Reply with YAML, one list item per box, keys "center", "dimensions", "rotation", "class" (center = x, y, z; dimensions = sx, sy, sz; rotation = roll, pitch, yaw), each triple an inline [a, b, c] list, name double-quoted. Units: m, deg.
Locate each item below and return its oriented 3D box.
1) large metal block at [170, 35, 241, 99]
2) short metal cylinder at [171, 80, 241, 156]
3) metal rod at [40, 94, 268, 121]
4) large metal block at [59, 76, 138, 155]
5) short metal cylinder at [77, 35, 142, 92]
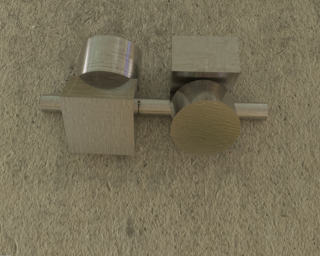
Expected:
- center: [0.055, -0.076, 0.408]
  dimensions: [0.080, 0.080, 0.050]
  rotation: [1, 70, 0]
  class: "large metal block"
- center: [0.053, -0.012, 0.378]
  dimensions: [0.080, 0.079, 0.050]
  rotation: [2, 35, 0]
  class: "short metal cylinder"
- center: [-0.008, -0.028, 0.421]
  dimensions: [0.302, 0.025, 0.025]
  rotation: [2, 70, 0]
  class: "metal rod"
- center: [-0.069, -0.015, 0.378]
  dimensions: [0.080, 0.079, 0.050]
  rotation: [3, 36, 0]
  class: "large metal block"
- center: [-0.065, -0.076, 0.407]
  dimensions: [0.080, 0.080, 0.050]
  rotation: [3, 70, 1]
  class: "short metal cylinder"
